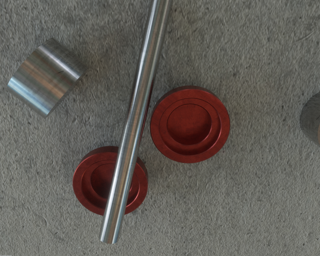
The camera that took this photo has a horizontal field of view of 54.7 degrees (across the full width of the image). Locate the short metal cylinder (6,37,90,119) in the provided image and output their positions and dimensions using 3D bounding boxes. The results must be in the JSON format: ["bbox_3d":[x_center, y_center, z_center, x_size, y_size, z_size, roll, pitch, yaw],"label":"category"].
[{"bbox_3d":[-0.127,-0.057,0.358,0.050,0.080,0.080,41,105,-14],"label":"short metal cylinder"}]

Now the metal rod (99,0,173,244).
[{"bbox_3d":[-0.031,-0.005,0.373,0.025,0.025,0.298,13,97,-5],"label":"metal rod"}]

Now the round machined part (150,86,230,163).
[{"bbox_3d":[0.037,-0.007,0.399,0.099,0.042,0.097,0,110,-1],"label":"round machined part"}]

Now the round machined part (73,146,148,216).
[{"bbox_3d":[-0.065,0.069,0.425,0.099,0.042,0.097,0,110,-1],"label":"round machined part"}]

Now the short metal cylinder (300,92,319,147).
[{"bbox_3d":[0.231,-0.007,0.397,0.081,0.050,0.079,0,110,-1],"label":"short metal cylinder"}]
